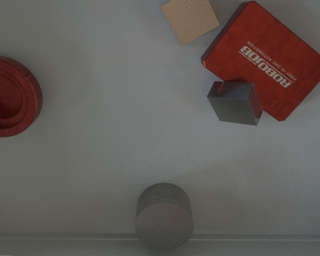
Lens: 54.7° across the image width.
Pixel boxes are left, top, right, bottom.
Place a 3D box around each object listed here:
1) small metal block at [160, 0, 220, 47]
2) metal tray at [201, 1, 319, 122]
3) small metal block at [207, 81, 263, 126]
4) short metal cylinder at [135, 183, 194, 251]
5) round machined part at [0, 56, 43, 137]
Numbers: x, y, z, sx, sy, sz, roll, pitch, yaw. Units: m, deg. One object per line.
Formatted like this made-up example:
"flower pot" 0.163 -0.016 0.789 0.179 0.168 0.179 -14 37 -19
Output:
"small metal block" 0.035 -0.132 0.363 0.050 0.025 0.050 -27 108 9
"metal tray" 0.128 -0.080 0.381 0.130 0.030 0.090 33 106 -12
"small metal block" 0.092 -0.030 0.378 0.050 0.025 0.050 9 151 37
"short metal cylinder" 0.006 0.127 0.445 0.081 0.050 0.079 0 110 -1
"round machined part" -0.195 -0.041 0.384 0.099 0.042 0.097 0 110 -1
